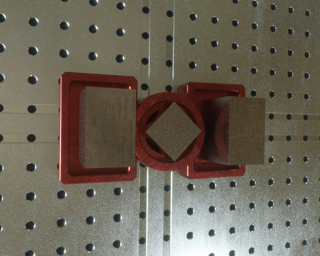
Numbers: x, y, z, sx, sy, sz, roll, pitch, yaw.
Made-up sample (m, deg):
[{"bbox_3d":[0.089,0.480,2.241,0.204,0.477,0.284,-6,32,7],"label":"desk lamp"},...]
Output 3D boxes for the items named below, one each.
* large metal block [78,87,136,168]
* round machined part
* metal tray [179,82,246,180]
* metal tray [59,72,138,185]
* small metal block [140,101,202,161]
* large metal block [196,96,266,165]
[{"bbox_3d":[-0.062,-0.001,0.346,0.050,0.080,0.080,1,90,-20],"label":"large metal block"},{"bbox_3d":[0.004,0.005,0.396,0.099,0.042,0.097,0,90,-20],"label":"round machined part"},{"bbox_3d":[0.074,0.003,0.436,0.091,0.030,0.129,0,90,-20],"label":"metal tray"},{"bbox_3d":[-0.076,0.001,0.381,0.091,0.030,0.129,1,90,-20],"label":"metal tray"},{"bbox_3d":[0.013,0.004,0.374,0.050,0.025,0.050,46,76,-14],"label":"small metal block"},{"bbox_3d":[0.089,0.003,0.402,0.050,0.080,0.080,2,90,-20],"label":"large metal block"}]
